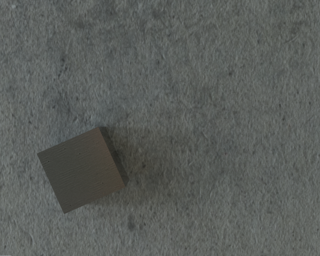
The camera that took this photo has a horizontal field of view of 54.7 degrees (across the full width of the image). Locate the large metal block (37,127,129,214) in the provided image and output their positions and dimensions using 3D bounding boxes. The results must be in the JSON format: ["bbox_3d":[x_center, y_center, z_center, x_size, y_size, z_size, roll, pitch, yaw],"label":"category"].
[{"bbox_3d":[-0.095,0.051,0.396,0.080,0.050,0.080,-24,90,-1],"label":"large metal block"}]
